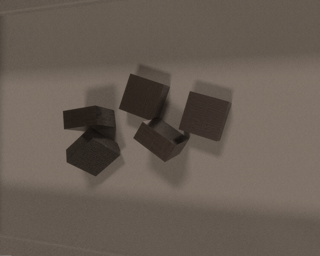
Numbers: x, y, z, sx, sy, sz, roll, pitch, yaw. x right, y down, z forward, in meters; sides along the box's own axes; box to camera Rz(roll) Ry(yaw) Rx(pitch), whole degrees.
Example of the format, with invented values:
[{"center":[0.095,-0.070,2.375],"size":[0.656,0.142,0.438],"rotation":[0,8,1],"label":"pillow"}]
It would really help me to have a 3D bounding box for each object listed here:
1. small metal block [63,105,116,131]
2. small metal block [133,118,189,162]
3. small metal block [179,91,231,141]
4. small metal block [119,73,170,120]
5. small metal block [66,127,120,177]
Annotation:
[{"center":[-0.097,-0.012,0.429],"size":[0.050,0.050,0.025],"rotation":[-8,83,19],"label":"small metal block"},{"center":[0.003,0.013,0.394],"size":[0.050,0.050,0.025],"rotation":[36,109,16],"label":"small metal block"},{"center":[0.057,-0.015,0.390],"size":[0.050,0.025,0.050],"rotation":[18,96,18],"label":"small metal block"},{"center":[-0.021,-0.041,0.417],"size":[0.050,0.025,0.050],"rotation":[21,97,18],"label":"small metal block"},{"center":[-0.092,0.034,0.426],"size":[0.050,0.050,0.025],"rotation":[-41,39,15],"label":"small metal block"}]
